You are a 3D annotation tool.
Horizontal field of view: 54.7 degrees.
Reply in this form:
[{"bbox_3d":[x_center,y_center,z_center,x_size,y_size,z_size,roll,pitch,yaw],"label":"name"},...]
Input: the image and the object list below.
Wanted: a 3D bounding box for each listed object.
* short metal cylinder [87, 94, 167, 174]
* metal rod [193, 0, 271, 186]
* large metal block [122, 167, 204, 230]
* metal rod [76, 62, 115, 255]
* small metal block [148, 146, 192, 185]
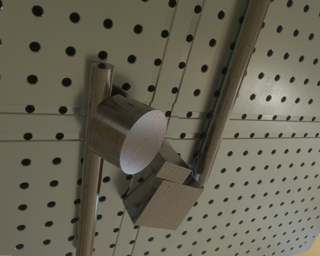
[{"bbox_3d":[-0.037,0.007,0.360,0.080,0.050,0.079,-39,144,-37],"label":"short metal cylinder"},{"bbox_3d":[0.096,-0.045,0.437,0.025,0.025,0.298,-1,119,-29],"label":"metal rod"},{"bbox_3d":[0.004,0.101,0.462,0.080,0.050,0.080,21,107,-37],"label":"large metal block"},{"bbox_3d":[-0.088,0.063,0.402,0.025,0.025,0.298,-3,120,-27],"label":"metal rod"},{"bbox_3d":[0.009,0.048,0.432,0.050,0.050,0.025,24,105,-37],"label":"small metal block"}]
